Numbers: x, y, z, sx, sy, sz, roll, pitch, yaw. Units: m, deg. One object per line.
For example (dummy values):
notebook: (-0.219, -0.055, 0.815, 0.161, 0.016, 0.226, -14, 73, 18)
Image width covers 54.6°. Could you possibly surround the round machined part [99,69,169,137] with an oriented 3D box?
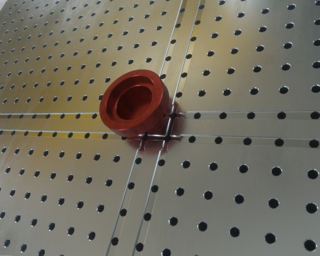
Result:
round machined part: (-0.032, -0.030, 0.434, 0.098, 0.042, 0.098, -13, 56, 21)
